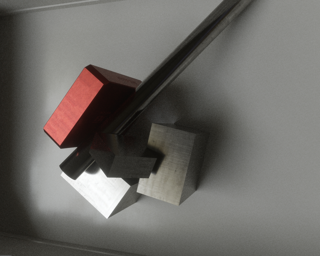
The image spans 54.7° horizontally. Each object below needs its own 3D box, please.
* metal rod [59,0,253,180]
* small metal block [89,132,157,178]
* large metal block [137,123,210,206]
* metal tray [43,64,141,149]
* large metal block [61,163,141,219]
[{"bbox_3d":[0.000,-0.057,0.360,0.025,0.025,0.300,43,86,14],"label":"metal rod"},{"bbox_3d":[-0.040,0.029,0.330,0.050,0.050,0.025,40,114,47],"label":"small metal block"},{"bbox_3d":[0.019,0.039,0.373,0.050,0.080,0.079,14,95,19],"label":"large metal block"},{"bbox_3d":[-0.066,-0.022,0.375,0.030,0.130,0.090,42,104,16],"label":"metal tray"},{"bbox_3d":[-0.064,0.062,0.403,0.080,0.080,0.050,38,102,15],"label":"large metal block"}]
